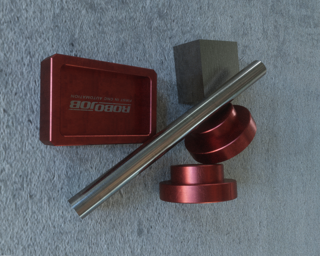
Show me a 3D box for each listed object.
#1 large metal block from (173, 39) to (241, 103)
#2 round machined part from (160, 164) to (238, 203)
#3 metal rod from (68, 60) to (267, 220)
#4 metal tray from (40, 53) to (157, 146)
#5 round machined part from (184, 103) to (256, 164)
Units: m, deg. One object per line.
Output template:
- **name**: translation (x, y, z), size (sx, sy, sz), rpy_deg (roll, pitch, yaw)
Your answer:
- **large metal block**: translation (0.069, -0.080, 0.446), size (0.081, 0.050, 0.079), rpy_deg (-10, 97, -40)
- **round machined part**: translation (0.048, 0.068, 0.398), size (0.099, 0.098, 0.042), rpy_deg (2, 83, -40)
- **metal rod**: translation (0.024, 0.001, 0.375), size (0.302, 0.025, 0.025), rpy_deg (-37, 113, -21)
- **metal tray**: translation (-0.063, -0.027, 0.348), size (0.131, 0.030, 0.089), rpy_deg (1, 90, -40)
- **round machined part**: translation (0.076, -0.001, 0.421), size (0.098, 0.098, 0.042), rpy_deg (-50, 120, -28)
